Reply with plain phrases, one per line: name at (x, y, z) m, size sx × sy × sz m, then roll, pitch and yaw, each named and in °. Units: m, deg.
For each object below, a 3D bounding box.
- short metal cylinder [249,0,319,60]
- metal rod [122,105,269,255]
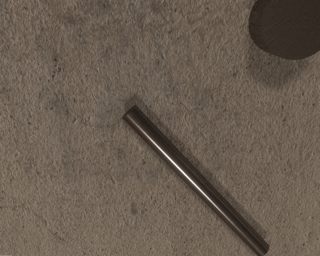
short metal cylinder at (0.148, -0.122, 0.354) m, size 0.081 × 0.050 × 0.079 m, roll 0°, pitch 110°, yaw -1°
metal rod at (0.059, 0.084, 0.441) m, size 0.025 × 0.025 × 0.300 m, roll -40°, pitch 106°, yaw 13°
